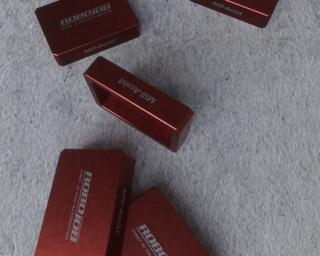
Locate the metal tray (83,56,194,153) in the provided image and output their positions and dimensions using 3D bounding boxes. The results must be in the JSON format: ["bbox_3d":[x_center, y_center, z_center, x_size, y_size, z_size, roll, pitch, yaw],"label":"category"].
[{"bbox_3d":[-0.025,-0.026,0.382,0.130,0.090,0.030,31,73,10],"label":"metal tray"}]

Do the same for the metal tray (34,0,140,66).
[{"bbox_3d":[-0.106,-0.157,0.461,0.131,0.030,0.090,-24,72,-9],"label":"metal tray"}]

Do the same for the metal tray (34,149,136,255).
[{"bbox_3d":[-0.084,0.090,0.354,0.090,0.030,0.130,-1,68,23],"label":"metal tray"}]

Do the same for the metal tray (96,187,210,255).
[{"bbox_3d":[-0.002,0.145,0.352,0.090,0.030,0.130,-35,74,-12],"label":"metal tray"}]

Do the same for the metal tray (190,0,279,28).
[{"bbox_3d":[0.123,-0.221,0.488,0.130,0.030,0.090,24,72,8],"label":"metal tray"}]
